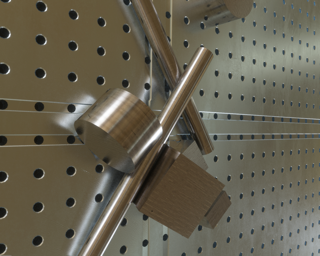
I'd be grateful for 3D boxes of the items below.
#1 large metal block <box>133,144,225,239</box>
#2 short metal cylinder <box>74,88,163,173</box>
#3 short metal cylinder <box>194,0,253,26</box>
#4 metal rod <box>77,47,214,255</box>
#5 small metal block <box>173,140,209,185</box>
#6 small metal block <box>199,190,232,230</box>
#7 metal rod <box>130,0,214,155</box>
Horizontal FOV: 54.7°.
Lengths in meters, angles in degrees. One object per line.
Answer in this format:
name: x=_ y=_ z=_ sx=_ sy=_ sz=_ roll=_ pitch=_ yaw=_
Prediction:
large metal block: x=0.019 y=0.077 z=0.387 sx=0.080 sy=0.050 sz=0.080 roll=37 pitch=86 yaw=-26
short metal cylinder: x=-0.045 y=0.004 z=0.336 sx=0.050 sy=0.080 sz=0.080 roll=-51 pitch=120 yaw=-28
short metal cylinder: x=0.098 y=-0.203 z=0.474 sx=0.081 sy=0.050 sz=0.080 roll=0 pitch=90 yaw=-40
metal rod: x=-0.011 y=0.025 z=0.380 sx=0.025 sy=0.025 sz=0.300 roll=40 pitch=72 yaw=-33
small metal block: x=0.036 y=0.052 z=0.439 sx=0.050 sy=0.025 sz=0.050 roll=-43 pitch=116 yaw=-32
small metal block: x=0.066 y=0.113 z=0.448 sx=0.050 sy=0.050 sz=0.025 roll=-43 pitch=116 yaw=-31
metal rod: x=0.009 y=-0.092 z=0.415 sx=0.025 sy=0.025 sz=0.299 roll=-40 pitch=114 yaw=-33
